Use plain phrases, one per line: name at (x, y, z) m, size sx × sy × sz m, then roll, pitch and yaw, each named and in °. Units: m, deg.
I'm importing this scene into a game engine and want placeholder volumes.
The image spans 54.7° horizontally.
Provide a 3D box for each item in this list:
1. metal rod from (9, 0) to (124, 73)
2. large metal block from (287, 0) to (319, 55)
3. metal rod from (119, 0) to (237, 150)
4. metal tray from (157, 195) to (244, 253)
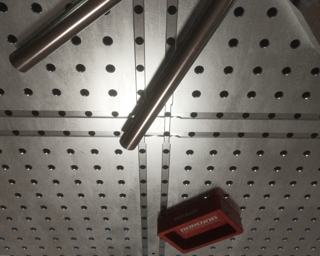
metal rod at (-0.034, -0.138, 0.293) m, size 0.300 × 0.025 × 0.025 m, roll -28°, pitch 125°, yaw 21°
large metal block at (0.183, -0.116, 0.299) m, size 0.080 × 0.050 × 0.080 m, roll -33°, pitch 123°, yaw 24°
metal rod at (0.027, -0.079, 0.344) m, size 0.025 × 0.025 × 0.298 m, roll 22°, pitch 127°, yaw -18°
metal tray at (0.071, 0.178, 0.560) m, size 0.130 × 0.030 × 0.090 m, roll -29°, pitch 125°, yaw 22°
